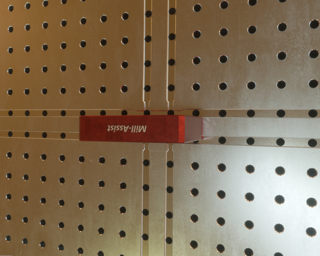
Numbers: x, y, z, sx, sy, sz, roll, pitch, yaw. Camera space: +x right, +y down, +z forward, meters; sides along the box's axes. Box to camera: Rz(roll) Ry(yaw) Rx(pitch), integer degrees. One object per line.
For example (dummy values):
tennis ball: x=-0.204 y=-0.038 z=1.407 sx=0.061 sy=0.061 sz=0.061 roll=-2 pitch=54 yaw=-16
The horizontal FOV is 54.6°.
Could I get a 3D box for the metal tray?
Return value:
metal tray: x=-0.021 y=0.000 z=0.386 sx=0.130 sy=0.090 sz=0.030 roll=0 pitch=91 yaw=20
